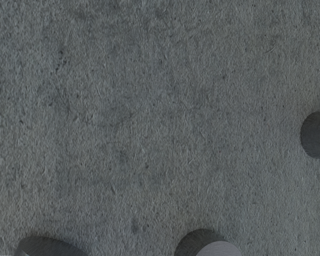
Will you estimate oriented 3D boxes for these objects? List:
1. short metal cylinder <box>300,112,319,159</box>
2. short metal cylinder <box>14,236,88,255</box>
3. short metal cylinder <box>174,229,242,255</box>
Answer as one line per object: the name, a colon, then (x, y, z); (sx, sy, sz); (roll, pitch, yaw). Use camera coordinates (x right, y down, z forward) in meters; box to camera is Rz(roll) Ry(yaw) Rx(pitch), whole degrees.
short metal cylinder: (0.276, 0.012, 0.497); (0.081, 0.050, 0.080); (0, 90, -20)
short metal cylinder: (-0.122, 0.158, 0.335); (0.080, 0.080, 0.050); (23, 82, -19)
short metal cylinder: (0.065, 0.185, 0.420); (0.081, 0.050, 0.080); (0, 90, -20)
